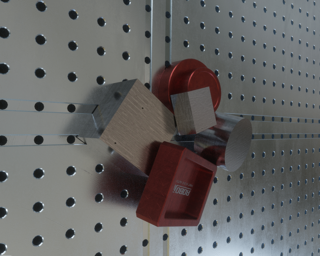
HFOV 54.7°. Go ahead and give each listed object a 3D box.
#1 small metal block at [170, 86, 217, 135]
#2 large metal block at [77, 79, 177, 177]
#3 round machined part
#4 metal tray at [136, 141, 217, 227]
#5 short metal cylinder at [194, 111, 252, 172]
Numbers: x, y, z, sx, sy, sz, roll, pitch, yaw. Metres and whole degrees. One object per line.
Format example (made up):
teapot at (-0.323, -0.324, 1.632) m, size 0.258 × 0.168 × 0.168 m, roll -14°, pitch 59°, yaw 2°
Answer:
small metal block at (0.043, -0.022, 0.385) m, size 0.050 × 0.025 × 0.050 m, roll -20°, pitch 100°, yaw -49°
large metal block at (-0.034, 0.001, 0.364) m, size 0.080 × 0.050 × 0.080 m, roll 43°, pitch 64°, yaw -32°
round machined part at (0.049, -0.050, 0.439) m, size 0.099 × 0.042 × 0.097 m, roll 0°, pitch 90°, yaw -40°
metal tray at (0.028, 0.076, 0.392) m, size 0.130 × 0.030 × 0.090 m, roll 32°, pitch 76°, yaw -59°
short metal cylinder at (0.094, 0.019, 0.457) m, size 0.081 × 0.050 × 0.079 m, roll -23°, pitch 121°, yaw -45°
